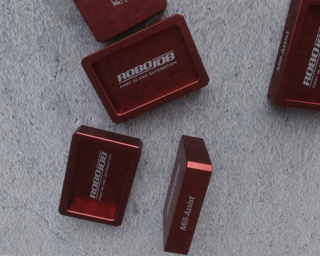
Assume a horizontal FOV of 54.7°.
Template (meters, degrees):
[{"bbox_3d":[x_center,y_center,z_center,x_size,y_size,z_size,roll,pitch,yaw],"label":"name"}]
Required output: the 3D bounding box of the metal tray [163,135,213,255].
[{"bbox_3d":[0.032,0.085,0.406,0.030,0.090,0.129,11,110,-4],"label":"metal tray"}]

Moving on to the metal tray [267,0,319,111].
[{"bbox_3d":[0.193,-0.087,0.376,0.091,0.030,0.129,7,110,-3],"label":"metal tray"}]

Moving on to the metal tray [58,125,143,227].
[{"bbox_3d":[-0.083,0.069,0.431,0.091,0.030,0.129,14,109,-6],"label":"metal tray"}]

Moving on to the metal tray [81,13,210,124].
[{"bbox_3d":[-0.017,-0.071,0.380,0.130,0.030,0.090,-23,109,8],"label":"metal tray"}]

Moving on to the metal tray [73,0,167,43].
[{"bbox_3d":[-0.060,-0.173,0.343,0.090,0.030,0.130,-27,108,9],"label":"metal tray"}]
